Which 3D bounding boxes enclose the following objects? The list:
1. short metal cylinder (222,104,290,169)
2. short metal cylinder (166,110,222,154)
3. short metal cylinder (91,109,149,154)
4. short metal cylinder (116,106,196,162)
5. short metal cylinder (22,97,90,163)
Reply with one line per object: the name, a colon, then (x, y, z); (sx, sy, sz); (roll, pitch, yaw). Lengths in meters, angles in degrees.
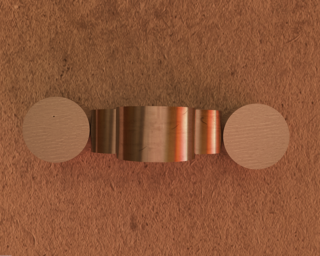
short metal cylinder: (0.116, 0.010, 0.399); (0.081, 0.050, 0.080); (0, 91, -1)
short metal cylinder: (0.036, 0.005, 0.384); (0.081, 0.080, 0.050); (0, 89, 0)
short metal cylinder: (-0.044, 0.004, 0.383); (0.081, 0.080, 0.050); (0, 90, 0)
short metal cylinder: (-0.004, 0.005, 0.314); (0.081, 0.080, 0.050); (1, 91, 0)
short metal cylinder: (-0.125, 0.002, 0.397); (0.081, 0.050, 0.080); (0, 90, -1)
